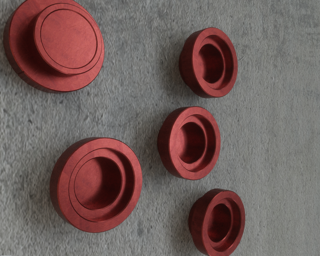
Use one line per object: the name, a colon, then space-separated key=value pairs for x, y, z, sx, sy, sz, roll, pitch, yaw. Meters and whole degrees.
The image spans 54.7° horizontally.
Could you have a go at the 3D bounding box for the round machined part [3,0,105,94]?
round machined part: x=-0.098 y=-0.085 z=0.311 sx=0.099 sy=0.042 sz=0.097 roll=0 pitch=90 yaw=-40

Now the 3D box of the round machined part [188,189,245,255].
round machined part: x=0.080 y=0.138 z=0.461 sx=0.099 sy=0.042 sz=0.097 roll=0 pitch=90 yaw=-40

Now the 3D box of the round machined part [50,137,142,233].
round machined part: x=-0.071 y=0.058 z=0.334 sx=0.099 sy=0.042 sz=0.097 roll=0 pitch=90 yaw=-40

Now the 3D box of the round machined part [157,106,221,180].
round machined part: x=0.035 y=0.020 z=0.423 sx=0.099 sy=0.042 sz=0.097 roll=0 pitch=90 yaw=-40

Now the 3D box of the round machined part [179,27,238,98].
round machined part: x=0.066 y=-0.092 z=0.448 sx=0.099 sy=0.042 sz=0.097 roll=0 pitch=90 yaw=-40
